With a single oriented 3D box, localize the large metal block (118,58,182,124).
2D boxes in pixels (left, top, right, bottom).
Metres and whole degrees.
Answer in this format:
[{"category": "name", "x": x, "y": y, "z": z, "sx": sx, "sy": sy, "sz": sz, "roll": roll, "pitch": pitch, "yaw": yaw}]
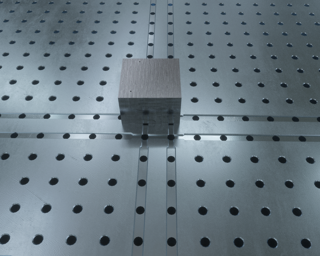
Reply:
[{"category": "large metal block", "x": -0.013, "y": -0.053, "z": 0.436, "sx": 0.080, "sy": 0.050, "sz": 0.080, "roll": 0, "pitch": 50, "yaw": 0}]
